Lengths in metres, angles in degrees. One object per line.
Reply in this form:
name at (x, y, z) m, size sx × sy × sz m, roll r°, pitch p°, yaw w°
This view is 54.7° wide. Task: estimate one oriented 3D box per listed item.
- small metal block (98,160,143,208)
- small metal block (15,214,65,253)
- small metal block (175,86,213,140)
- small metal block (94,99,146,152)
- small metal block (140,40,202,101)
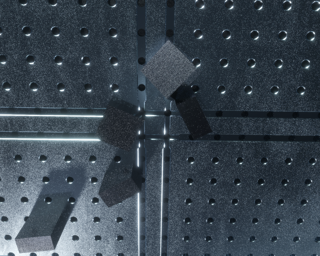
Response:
small metal block at (-0.053, 0.076, 0.427) m, size 0.050 × 0.050 × 0.025 m, roll -28°, pitch 108°, yaw 9°
small metal block at (-0.174, 0.154, 0.454) m, size 0.050 × 0.050 × 0.025 m, roll -6°, pitch 110°, yaw 2°
small metal block at (0.041, -0.020, 0.393) m, size 0.025 × 0.050 × 0.050 m, roll -26°, pitch 109°, yaw 9°
small metal block at (-0.053, -0.003, 0.412) m, size 0.050 × 0.025 × 0.050 m, roll 24°, pitch 108°, yaw -9°
small metal block at (0.014, -0.069, 0.377) m, size 0.050 × 0.025 × 0.050 m, roll -45°, pitch 75°, yaw 14°
